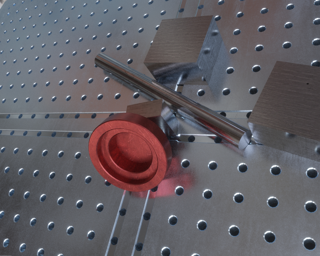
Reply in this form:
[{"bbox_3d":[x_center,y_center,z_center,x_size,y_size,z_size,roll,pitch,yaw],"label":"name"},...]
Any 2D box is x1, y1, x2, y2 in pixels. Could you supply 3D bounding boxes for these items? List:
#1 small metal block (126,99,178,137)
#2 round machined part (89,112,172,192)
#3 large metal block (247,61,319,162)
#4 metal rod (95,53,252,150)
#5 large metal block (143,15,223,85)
[{"bbox_3d":[-0.010,-0.009,0.403,0.050,0.050,0.025,-9,55,23],"label":"small metal block"},{"bbox_3d":[-0.032,0.025,0.375,0.098,0.097,0.042,-9,23,23],"label":"round machined part"},{"bbox_3d":[0.150,-0.018,0.324,0.080,0.050,0.080,19,72,35],"label":"large metal block"},{"bbox_3d":[-0.003,-0.052,0.441,0.300,0.025,0.025,33,80,38],"label":"metal rod"},{"bbox_3d":[0.035,-0.109,0.441,0.080,0.050,0.080,7,65,31],"label":"large metal block"}]
